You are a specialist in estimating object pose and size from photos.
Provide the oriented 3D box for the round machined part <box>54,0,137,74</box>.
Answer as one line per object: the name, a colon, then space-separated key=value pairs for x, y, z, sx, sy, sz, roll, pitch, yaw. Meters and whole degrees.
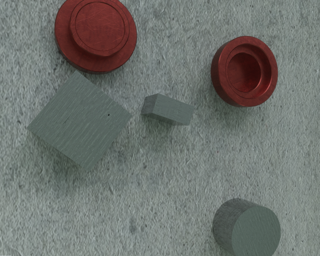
round machined part: x=-0.075 y=-0.116 z=0.373 sx=0.099 sy=0.042 sz=0.097 roll=0 pitch=90 yaw=-21

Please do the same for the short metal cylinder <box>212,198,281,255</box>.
short metal cylinder: x=0.123 y=0.146 z=0.443 sx=0.081 sy=0.050 sz=0.079 roll=0 pitch=90 yaw=-21

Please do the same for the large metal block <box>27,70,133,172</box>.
large metal block: x=-0.093 y=-0.007 z=0.362 sx=0.080 sy=0.050 sz=0.080 roll=40 pitch=77 yaw=-16

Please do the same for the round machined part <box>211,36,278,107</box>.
round machined part: x=0.115 y=-0.078 z=0.444 sx=0.099 sy=0.042 sz=0.097 roll=0 pitch=90 yaw=-21

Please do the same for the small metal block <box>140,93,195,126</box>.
small metal block: x=0.008 y=-0.022 z=0.400 sx=0.050 sy=0.050 sz=0.025 roll=18 pitch=84 yaw=-20
